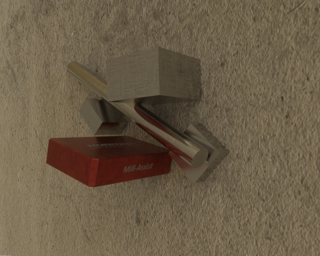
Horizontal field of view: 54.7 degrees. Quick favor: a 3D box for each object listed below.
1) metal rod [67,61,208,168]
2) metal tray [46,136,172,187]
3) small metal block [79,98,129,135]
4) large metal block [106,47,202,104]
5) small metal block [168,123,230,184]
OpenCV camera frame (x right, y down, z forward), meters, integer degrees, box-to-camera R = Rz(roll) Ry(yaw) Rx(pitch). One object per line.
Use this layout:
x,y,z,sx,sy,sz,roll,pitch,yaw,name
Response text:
-0.051,-0.034,0.429,0.300,0.025,0.025,35,112,39,metal rod
-0.058,0.036,0.384,0.090,0.131,0.030,16,100,39,metal tray
-0.082,-0.017,0.455,0.050,0.050,0.025,52,120,27,small metal block
-0.006,-0.057,0.372,0.080,0.081,0.050,-2,89,39,large metal block
0.046,0.029,0.368,0.050,0.025,0.050,49,119,28,small metal block
